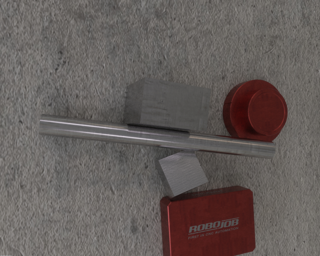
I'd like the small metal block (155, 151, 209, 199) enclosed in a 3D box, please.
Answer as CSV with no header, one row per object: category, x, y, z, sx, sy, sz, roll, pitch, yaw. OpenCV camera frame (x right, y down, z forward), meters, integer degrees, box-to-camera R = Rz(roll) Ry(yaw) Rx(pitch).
small metal block,0.028,0.060,0.411,0.050,0.025,0.050,-19,75,-19

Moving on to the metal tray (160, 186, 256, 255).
metal tray,0.068,0.135,0.432,0.131,0.030,0.089,-4,92,-20

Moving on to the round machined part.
round machined part,0.146,-0.023,0.454,0.099,0.042,0.097,0,90,-20

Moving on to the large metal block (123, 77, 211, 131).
large metal block,0.005,-0.026,0.382,0.081,0.080,0.050,7,88,-20

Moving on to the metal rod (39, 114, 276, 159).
metal rod,0.008,0.013,0.395,0.302,0.025,0.025,7,88,-14
